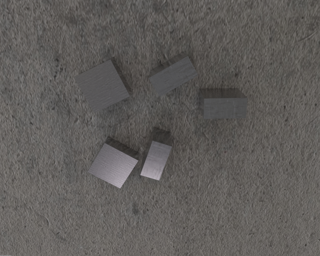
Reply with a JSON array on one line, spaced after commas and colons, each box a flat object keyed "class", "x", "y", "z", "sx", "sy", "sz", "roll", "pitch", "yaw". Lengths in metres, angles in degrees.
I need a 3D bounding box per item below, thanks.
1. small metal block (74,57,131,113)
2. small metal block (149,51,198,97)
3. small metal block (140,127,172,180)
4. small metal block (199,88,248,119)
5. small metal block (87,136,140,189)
[{"class": "small metal block", "x": -0.070, "y": -0.054, "z": 0.389, "sx": 0.050, "sy": 0.025, "sz": 0.050, "roll": -24, "pitch": 109, "yaw": 8}, {"class": "small metal block", "x": 0.015, "y": -0.066, "z": 0.372, "sx": 0.050, "sy": 0.050, "sz": 0.025, "roll": -28, "pitch": 108, "yaw": 10}, {"class": "small metal block", "x": -0.005, "y": 0.032, "z": 0.408, "sx": 0.025, "sy": 0.050, "sz": 0.050, "roll": 18, "pitch": 109, "yaw": -7}, {"class": "small metal block", "x": 0.076, "y": -0.031, "z": 0.385, "sx": 0.050, "sy": 0.050, "sz": 0.025, "roll": -1, "pitch": 110, "yaw": 0}, {"class": "small metal block", "x": -0.063, "y": 0.047, "z": 0.426, "sx": 0.050, "sy": 0.025, "sz": 0.050, "roll": 29, "pitch": 107, "yaw": -11}]
